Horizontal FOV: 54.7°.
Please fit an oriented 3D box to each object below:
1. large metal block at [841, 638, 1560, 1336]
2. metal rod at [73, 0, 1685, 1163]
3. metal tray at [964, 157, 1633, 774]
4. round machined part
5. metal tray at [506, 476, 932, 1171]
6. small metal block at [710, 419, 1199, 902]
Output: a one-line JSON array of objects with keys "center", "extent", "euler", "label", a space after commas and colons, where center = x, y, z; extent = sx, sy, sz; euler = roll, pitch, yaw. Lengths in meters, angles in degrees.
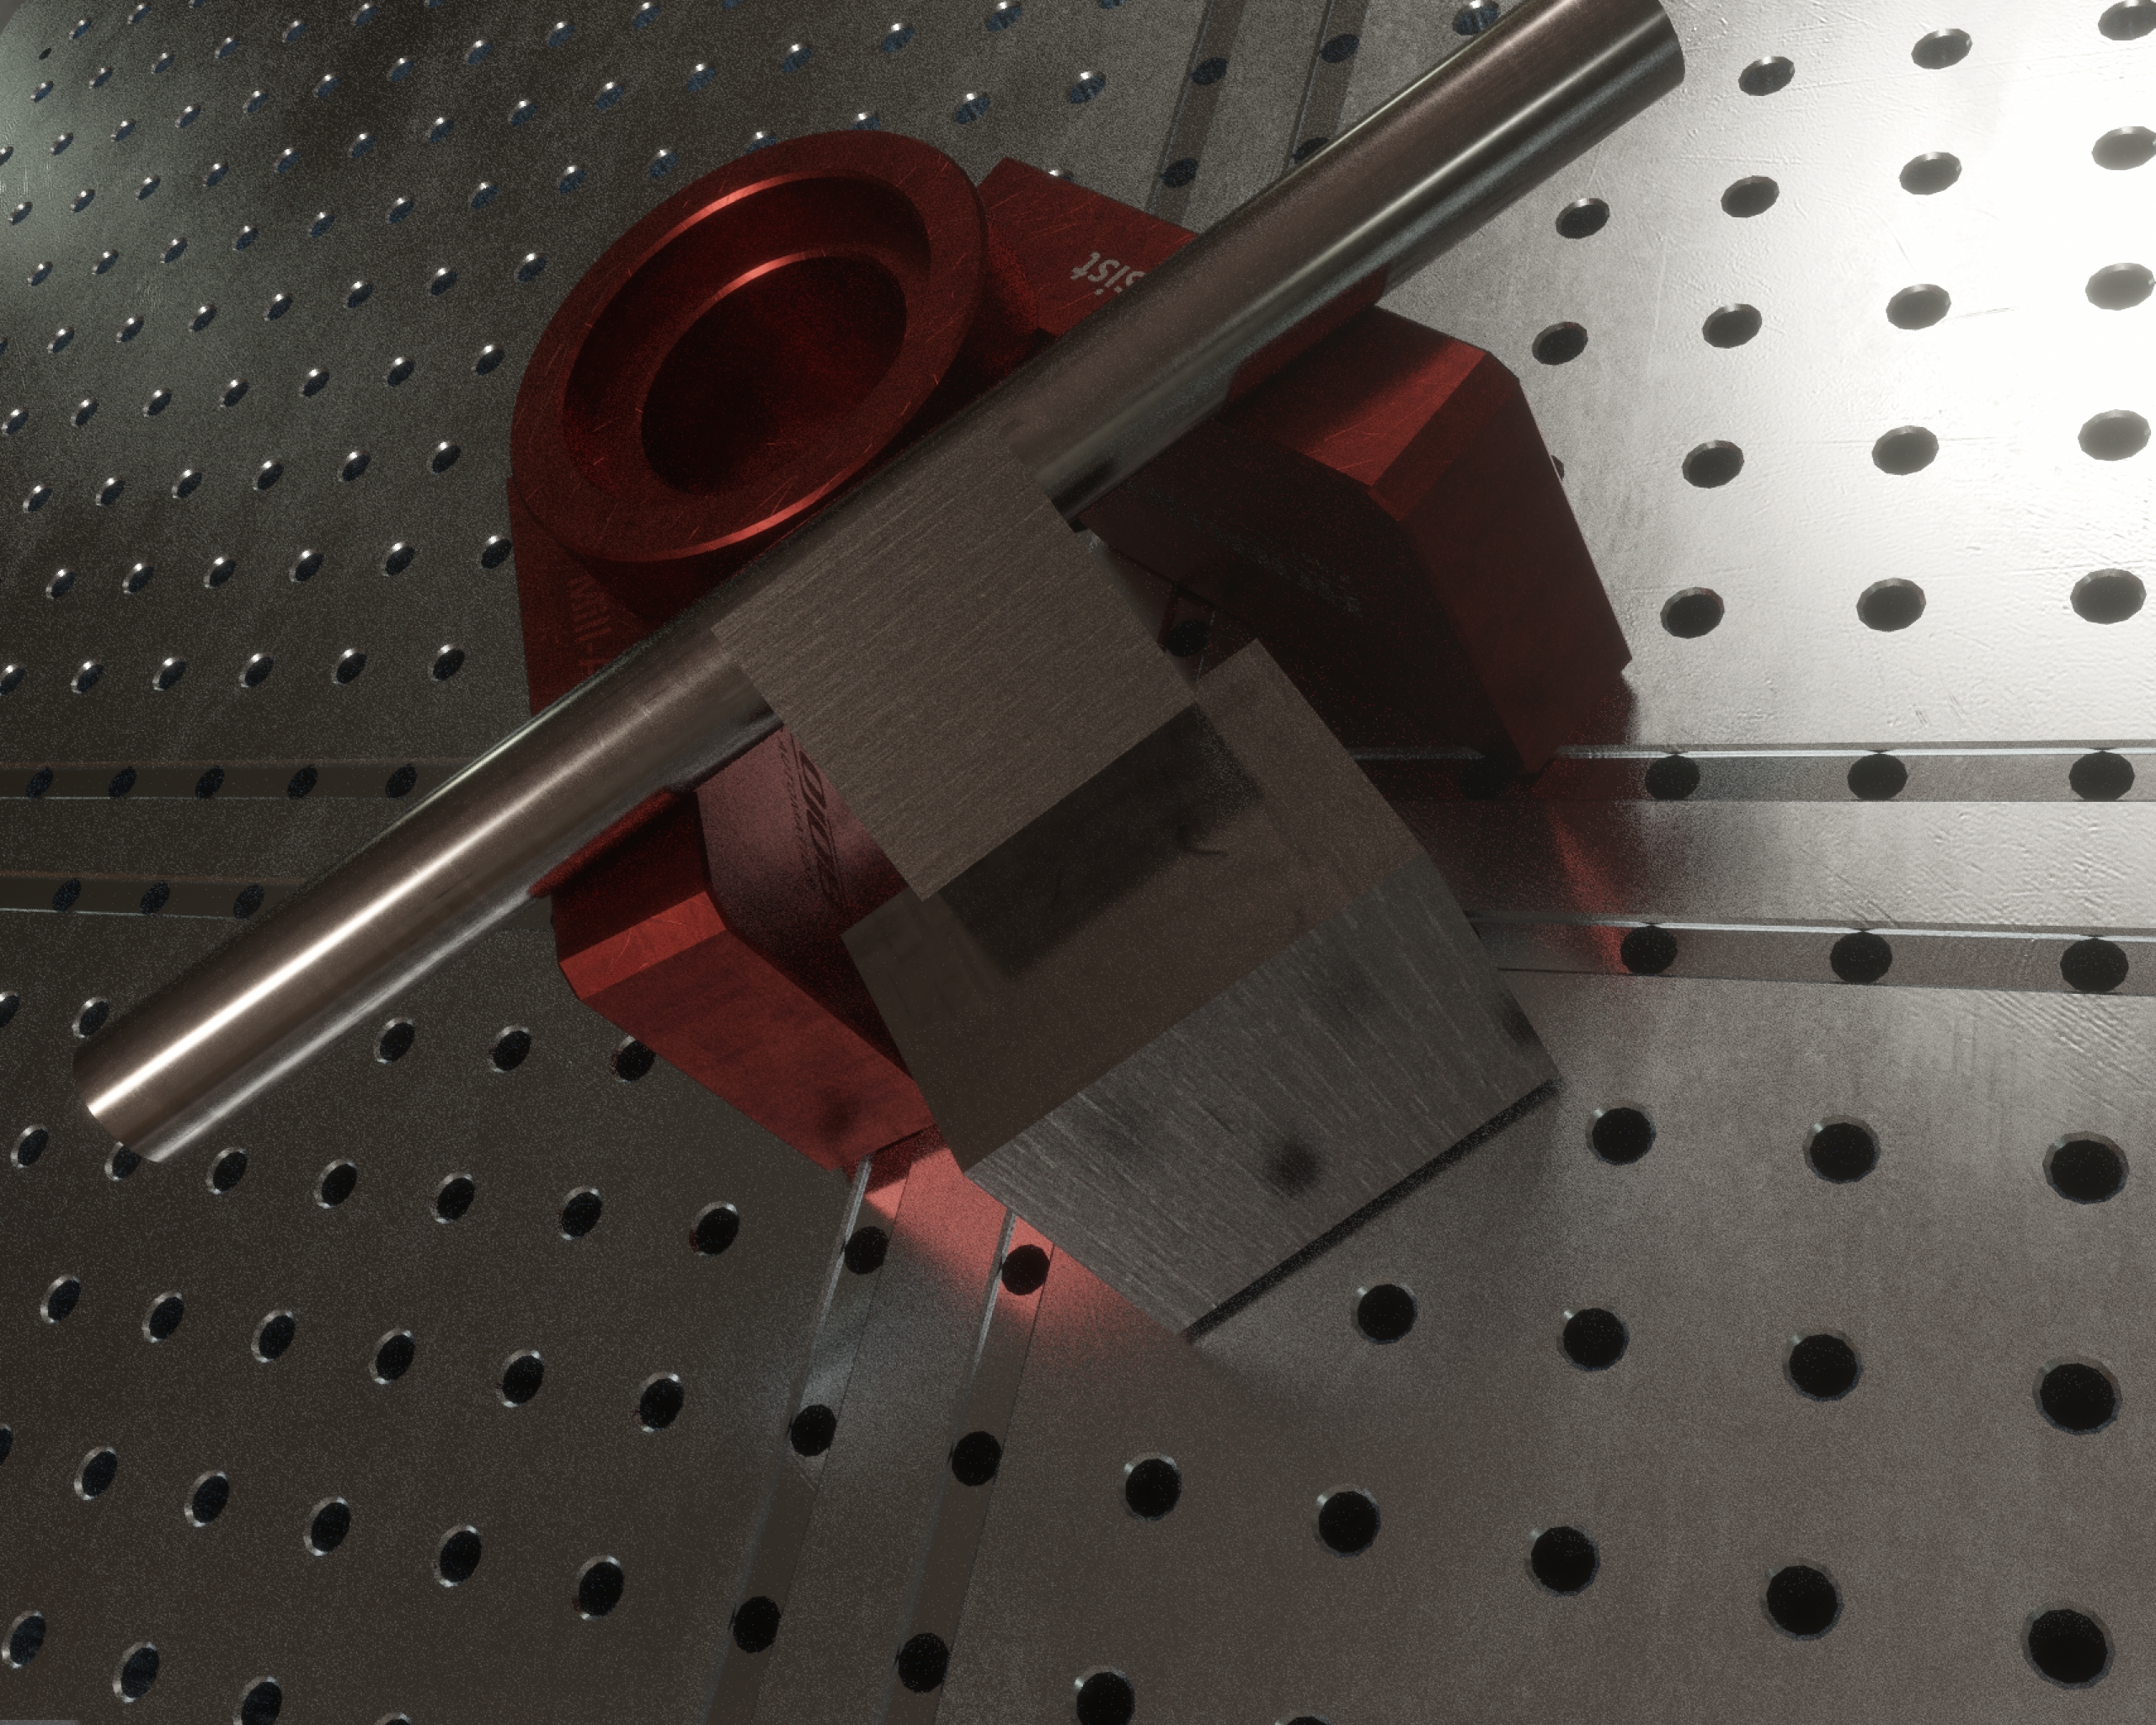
[{"center": [0.022, 0.024, 0.342], "extent": [0.080, 0.080, 0.050], "euler": [-36, 52, 4], "label": "large metal block"}, {"center": [-0.035, -0.046, 0.338], "extent": [0.300, 0.025, 0.025], "euler": [-35, 52, 4], "label": "metal rod"}, {"center": [0.035, -0.075, 0.392], "extent": [0.130, 0.090, 0.030], "euler": [36, 83, 38], "label": "metal tray"}, {"center": [-0.051, -0.084, 0.386], "extent": [0.098, 0.042, 0.098], "euler": [-13, 56, 20], "label": "round machined part"}, {"center": [-0.068, -0.015, 0.409], "extent": [0.030, 0.090, 0.130], "euler": [-26, 53, 12], "label": "metal tray"}, {"center": [-0.018, -0.030, 0.314], "extent": [0.050, 0.050, 0.025], "euler": [-37, 7, 3], "label": "small metal block"}]
